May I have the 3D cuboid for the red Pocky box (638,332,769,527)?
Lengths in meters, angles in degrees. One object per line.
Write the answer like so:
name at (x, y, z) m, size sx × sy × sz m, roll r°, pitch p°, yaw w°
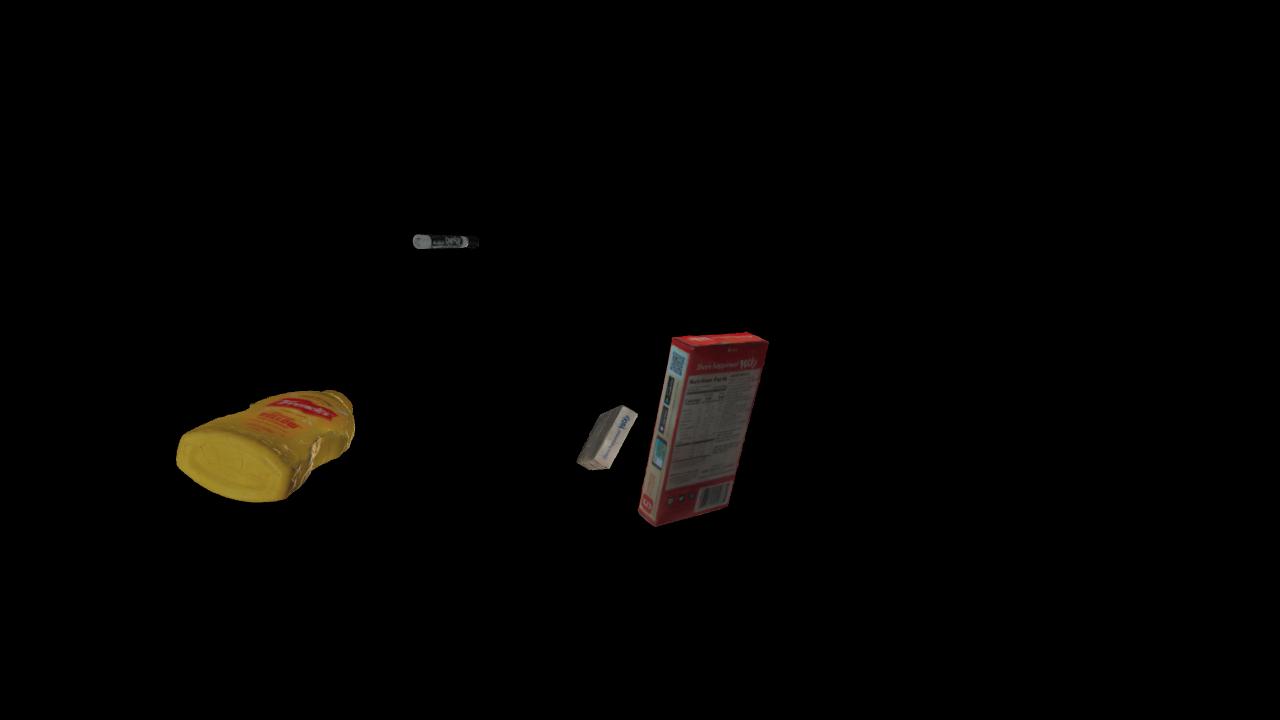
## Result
red Pocky box at (0.050, 0.054, 0.490) m, size 0.083 × 0.155 × 0.028 m, roll -4°, pitch 24°, yaw -35°

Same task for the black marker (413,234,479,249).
black marker at (-0.263, -0.163, 0.848) m, size 0.020 × 0.020 × 0.121 m, roll 0°, pitch 10°, yaw 23°

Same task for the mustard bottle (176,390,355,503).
mustard bottle at (-0.313, 0.065, 0.559) m, size 0.092 × 0.054 × 0.184 m, roll 15°, pitch 11°, yaw -3°

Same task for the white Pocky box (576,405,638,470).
white Pocky box at (-0.050, 0.110, 0.855) m, size 0.028 × 0.084 × 0.154 m, roll 30°, pitch -16°, yaw -8°
